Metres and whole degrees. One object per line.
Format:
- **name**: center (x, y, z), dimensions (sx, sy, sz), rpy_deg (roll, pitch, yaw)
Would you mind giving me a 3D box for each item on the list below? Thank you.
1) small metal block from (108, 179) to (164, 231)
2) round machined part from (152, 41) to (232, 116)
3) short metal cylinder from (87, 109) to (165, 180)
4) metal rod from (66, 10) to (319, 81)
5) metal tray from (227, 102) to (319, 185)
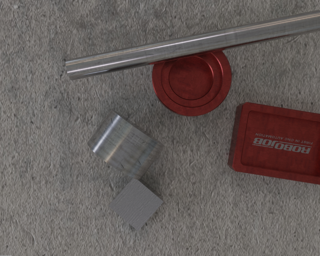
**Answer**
- **small metal block**: center (-0.031, 0.097, 0.410), dimensions (0.050, 0.025, 0.050), rpy_deg (41, 90, 0)
- **round machined part**: center (0.039, -0.063, 0.402), dimensions (0.099, 0.042, 0.097), rpy_deg (0, 90, 0)
- **short metal cylinder**: center (-0.041, 0.020, 0.382), dimensions (0.080, 0.080, 0.050), rpy_deg (35, 90, 0)
- **metal rod**: center (0.041, -0.098, 0.368), dimensions (0.302, 0.025, 0.025), rpy_deg (-11, 90, -1)
- **metal tray**: center (0.163, 0.020, 0.408), dimensions (0.131, 0.030, 0.089), rpy_deg (9, 90, 0)
